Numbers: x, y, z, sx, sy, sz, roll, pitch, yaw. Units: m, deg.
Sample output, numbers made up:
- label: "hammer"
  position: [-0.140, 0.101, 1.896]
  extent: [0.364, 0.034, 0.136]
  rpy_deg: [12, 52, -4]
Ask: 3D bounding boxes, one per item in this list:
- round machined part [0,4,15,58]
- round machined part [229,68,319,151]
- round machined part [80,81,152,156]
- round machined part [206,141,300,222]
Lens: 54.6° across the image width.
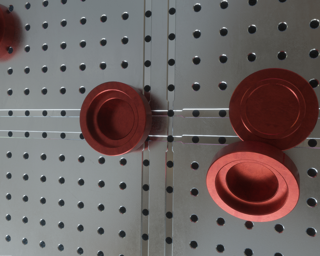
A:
- label: "round machined part"
  position: [-0.293, -0.163, 0.508]
  extent: [0.098, 0.042, 0.097]
  rpy_deg: [0, 90, 20]
- label: "round machined part"
  position: [0.129, -0.021, 0.358]
  extent: [0.098, 0.042, 0.097]
  rpy_deg: [0, 90, 20]
- label: "round machined part"
  position: [-0.056, -0.012, 0.424]
  extent: [0.098, 0.042, 0.097]
  rpy_deg: [0, 90, 20]
- label: "round machined part"
  position: [0.105, 0.055, 0.352]
  extent: [0.098, 0.042, 0.097]
  rpy_deg: [11, 123, 18]
